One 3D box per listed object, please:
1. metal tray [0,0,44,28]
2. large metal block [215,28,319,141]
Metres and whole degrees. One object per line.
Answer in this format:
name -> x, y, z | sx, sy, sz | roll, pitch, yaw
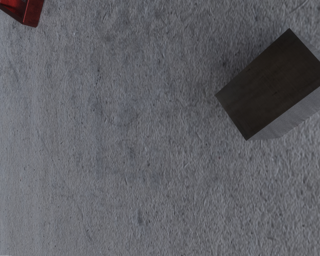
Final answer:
metal tray -> -0.285, -0.271, 0.637 | 0.130, 0.030, 0.089 | 36, 112, 34
large metal block -> 0.111, -0.033, 0.277 | 0.080, 0.081, 0.050 | -44, 64, 31
